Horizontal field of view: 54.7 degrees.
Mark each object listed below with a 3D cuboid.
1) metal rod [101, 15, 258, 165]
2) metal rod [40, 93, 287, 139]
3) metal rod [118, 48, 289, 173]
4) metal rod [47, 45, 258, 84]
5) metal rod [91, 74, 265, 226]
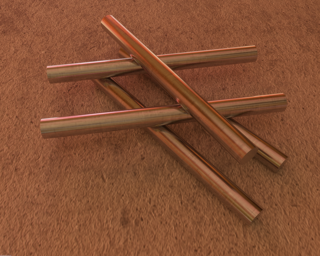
[{"bbox_3d":[0.006,-0.066,0.396,0.025,0.025,0.300,-28,56,-22],"label":"metal rod"},{"bbox_3d":[0.010,-0.016,0.387,0.302,0.025,0.025,-7,51,-6],"label":"metal rod"},{"bbox_3d":[0.044,-0.041,0.439,0.025,0.025,0.300,-35,59,-26],"label":"metal rod"},{"bbox_3d":[-0.006,-0.093,0.451,0.302,0.025,0.025,-7,51,-7],"label":"metal rod"},{"bbox_3d":[0.003,0.007,0.398,0.025,0.025,0.300,-34,58,-25],"label":"metal rod"}]
